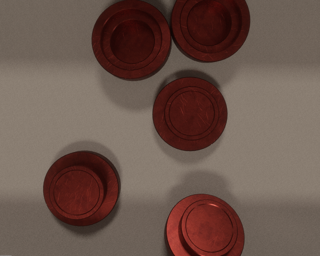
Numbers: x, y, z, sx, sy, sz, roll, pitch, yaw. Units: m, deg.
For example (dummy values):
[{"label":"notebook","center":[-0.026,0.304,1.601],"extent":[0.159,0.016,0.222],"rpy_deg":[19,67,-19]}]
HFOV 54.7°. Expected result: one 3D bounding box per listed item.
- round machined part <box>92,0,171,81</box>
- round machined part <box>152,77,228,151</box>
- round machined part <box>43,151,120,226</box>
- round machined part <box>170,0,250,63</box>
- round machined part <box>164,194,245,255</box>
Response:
[{"label":"round machined part","center":[-0.034,-0.109,0.400],"extent":[0.099,0.042,0.097],"rpy_deg":[0,91,4]},{"label":"round machined part","center":[0.039,-0.018,0.403],"extent":[0.099,0.042,0.097],"rpy_deg":[0,90,-1]},{"label":"round machined part","center":[-0.103,0.080,0.402],"extent":[0.099,0.042,0.097],"rpy_deg":[0,90,-1]},{"label":"round machined part","center":[0.061,-0.133,0.399],"extent":[0.099,0.042,0.097],"rpy_deg":[-1,98,-4]},{"label":"round machined part","center":[0.056,0.127,0.381],"extent":[0.099,0.042,0.098],"rpy_deg":[3,57,-5]}]
